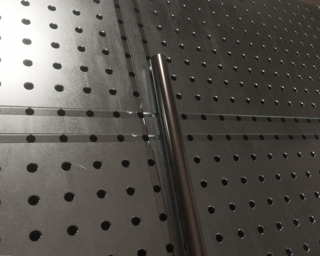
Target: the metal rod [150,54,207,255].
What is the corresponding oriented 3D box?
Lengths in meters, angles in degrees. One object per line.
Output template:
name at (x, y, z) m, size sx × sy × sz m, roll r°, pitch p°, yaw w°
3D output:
metal rod at (0.020, 0.027, 0.403) m, size 0.025 × 0.025 × 0.299 m, roll 5°, pitch 60°, yaw -26°
